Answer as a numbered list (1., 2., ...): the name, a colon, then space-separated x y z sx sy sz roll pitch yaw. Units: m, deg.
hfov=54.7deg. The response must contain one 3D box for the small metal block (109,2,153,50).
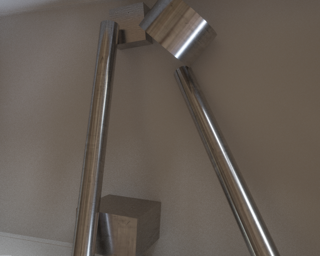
1. small metal block: -0.040 -0.138 0.424 0.050 0.025 0.050 -5 88 19

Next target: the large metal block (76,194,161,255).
1. large metal block: -0.051 0.124 0.398 0.080 0.080 0.050 4 92 19

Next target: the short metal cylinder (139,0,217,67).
1. short metal cylinder: 0.021 -0.118 0.373 0.080 0.080 0.050 44 103 14

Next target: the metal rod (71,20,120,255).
1. metal rod: -0.076 0.010 0.373 0.025 0.025 0.299 -1 76 19

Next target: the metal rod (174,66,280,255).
1. metal rod: 0.073 0.051 0.328 0.025 0.025 0.299 -30 59 17
